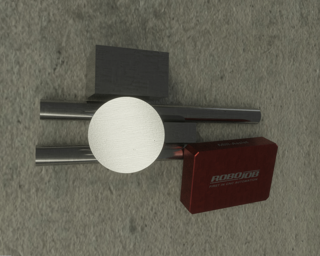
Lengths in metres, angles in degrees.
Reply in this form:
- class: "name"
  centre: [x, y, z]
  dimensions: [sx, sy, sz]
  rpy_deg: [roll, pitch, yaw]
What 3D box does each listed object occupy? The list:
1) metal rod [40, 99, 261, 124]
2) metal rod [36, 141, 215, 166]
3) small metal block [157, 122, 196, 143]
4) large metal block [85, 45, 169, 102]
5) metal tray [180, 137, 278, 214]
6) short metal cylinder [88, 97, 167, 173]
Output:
- class: "metal rod"
  centre: [0.003, -0.020, 0.412]
  dimensions: [0.303, 0.025, 0.025]
  rpy_deg: [1, 90, -21]
- class: "metal rod"
  centre: [-0.002, 0.031, 0.411]
  dimensions: [0.303, 0.025, 0.025]
  rpy_deg: [0, 90, -21]
- class: "small metal block"
  centre: [0.013, 0.005, 0.402]
  dimensions: [0.050, 0.050, 0.025]
  rpy_deg: [1, 90, -20]
- class: "large metal block"
  centre: [-0.042, -0.060, 0.367]
  dimensions: [0.081, 0.080, 0.050]
  rpy_deg: [1, 90, -20]
- class: "metal tray"
  centre: [0.096, 0.063, 0.430]
  dimensions: [0.131, 0.030, 0.089]
  rpy_deg: [-4, 109, -22]
- class: "short metal cylinder"
  centre: [-0.034, 0.008, 0.347]
  dimensions: [0.080, 0.050, 0.079]
  rpy_deg: [0, 88, 3]
